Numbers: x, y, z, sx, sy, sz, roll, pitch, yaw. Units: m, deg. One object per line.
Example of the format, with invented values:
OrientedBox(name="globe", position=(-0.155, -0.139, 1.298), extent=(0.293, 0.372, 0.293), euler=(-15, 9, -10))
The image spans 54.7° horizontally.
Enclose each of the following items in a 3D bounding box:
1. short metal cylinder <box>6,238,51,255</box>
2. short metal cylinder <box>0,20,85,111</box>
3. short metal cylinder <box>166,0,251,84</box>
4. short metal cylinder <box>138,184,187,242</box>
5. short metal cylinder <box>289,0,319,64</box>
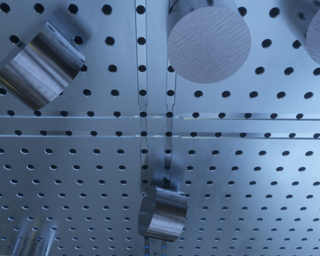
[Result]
OrientedBox(name="short metal cylinder", position=(-0.265, 0.262, 0.616), extent=(0.081, 0.050, 0.079), euler=(0, 130, 0))
OrientedBox(name="short metal cylinder", position=(-0.125, -0.064, 0.320), extent=(0.080, 0.080, 0.050), euler=(-30, 124, 22))
OrientedBox(name="short metal cylinder", position=(0.047, -0.093, 0.317), extent=(0.081, 0.050, 0.079), euler=(0, 130, 0))
OrientedBox(name="short metal cylinder", position=(0.003, 0.134, 0.490), extent=(0.050, 0.080, 0.079), euler=(18, 128, -15))
OrientedBox(name="short metal cylinder", position=(0.177, -0.107, 0.306), extent=(0.081, 0.050, 0.079), euler=(0, 130, 0))
